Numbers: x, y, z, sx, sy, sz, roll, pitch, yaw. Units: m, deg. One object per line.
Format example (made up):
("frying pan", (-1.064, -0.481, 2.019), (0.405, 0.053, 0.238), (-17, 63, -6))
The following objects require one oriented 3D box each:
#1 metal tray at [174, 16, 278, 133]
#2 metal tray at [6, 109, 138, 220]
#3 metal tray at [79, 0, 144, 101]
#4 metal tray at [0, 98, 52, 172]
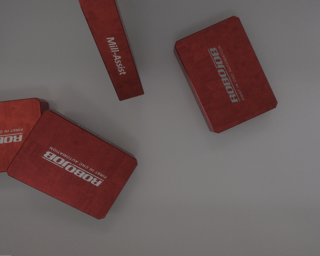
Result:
("metal tray", (0.085, -0.068, 0.409), (0.090, 0.030, 0.129), (-25, 90, 0))
("metal tray", (-0.106, 0.046, 0.390), (0.130, 0.030, 0.090), (32, 88, -16))
("metal tray", (-0.053, -0.105, 0.344), (0.030, 0.129, 0.090), (-16, 49, 0))
("metal tray", (-0.212, 0.012, 0.407), (0.131, 0.030, 0.089), (-7, 90, 0))
